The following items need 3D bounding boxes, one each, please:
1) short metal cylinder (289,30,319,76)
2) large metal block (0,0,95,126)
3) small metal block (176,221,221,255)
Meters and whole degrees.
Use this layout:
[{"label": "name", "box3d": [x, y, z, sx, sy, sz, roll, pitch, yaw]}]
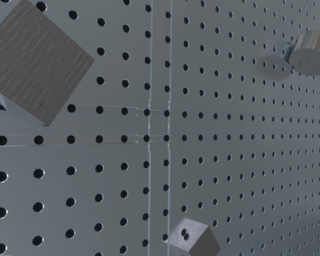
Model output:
[{"label": "short metal cylinder", "box3d": [0.313, -0.152, 0.635, 0.080, 0.080, 0.050, 42, 65, -32]}, {"label": "large metal block", "box3d": [-0.123, -0.057, 0.289, 0.080, 0.050, 0.080, 42, 65, -32]}, {"label": "small metal block", "box3d": [0.058, 0.177, 0.458, 0.050, 0.025, 0.050, -41, 115, -32]}]
